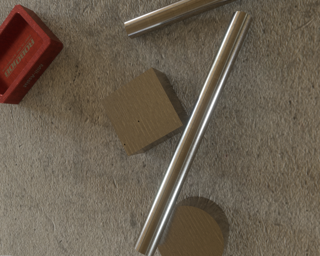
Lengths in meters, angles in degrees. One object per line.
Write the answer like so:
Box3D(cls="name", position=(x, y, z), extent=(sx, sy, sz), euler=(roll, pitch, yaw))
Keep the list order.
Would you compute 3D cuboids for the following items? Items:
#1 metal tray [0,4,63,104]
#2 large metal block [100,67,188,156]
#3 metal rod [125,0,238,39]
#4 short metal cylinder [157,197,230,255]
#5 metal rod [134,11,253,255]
Box3D(cls="metal tray", position=(-0.223, -0.112, 0.482), extent=(0.130, 0.030, 0.090), euler=(-46, 76, 14))
Box3D(cls="large metal block", position=(-0.016, -0.019, 0.401), extent=(0.080, 0.050, 0.080), euler=(-30, 80, 17))
Box3D(cls="metal rod", position=(0.096, -0.169, 0.374), extent=(0.301, 0.025, 0.025), euler=(-14, 85, 19))
Box3D(cls="short metal cylinder", position=(0.042, 0.129, 0.380), extent=(0.080, 0.050, 0.079), euler=(0, 90, 19))
Box3D(cls="metal rod", position=(0.041, 0.003, 0.363), extent=(0.025, 0.025, 0.299), euler=(22, 86, 18))
